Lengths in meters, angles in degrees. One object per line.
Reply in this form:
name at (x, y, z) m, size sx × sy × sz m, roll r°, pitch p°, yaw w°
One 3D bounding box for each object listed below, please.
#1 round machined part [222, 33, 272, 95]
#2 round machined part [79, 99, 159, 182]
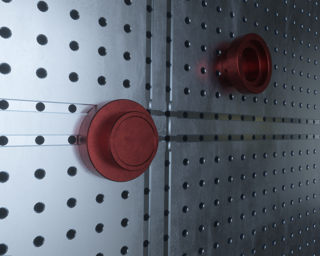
round machined part at (0.141, -0.104, 0.514) m, size 0.099 × 0.042 × 0.097 m, roll 0°, pitch 90°, yaw -40°
round machined part at (-0.040, 0.015, 0.363) m, size 0.099 × 0.042 × 0.097 m, roll 0°, pitch 90°, yaw -40°
